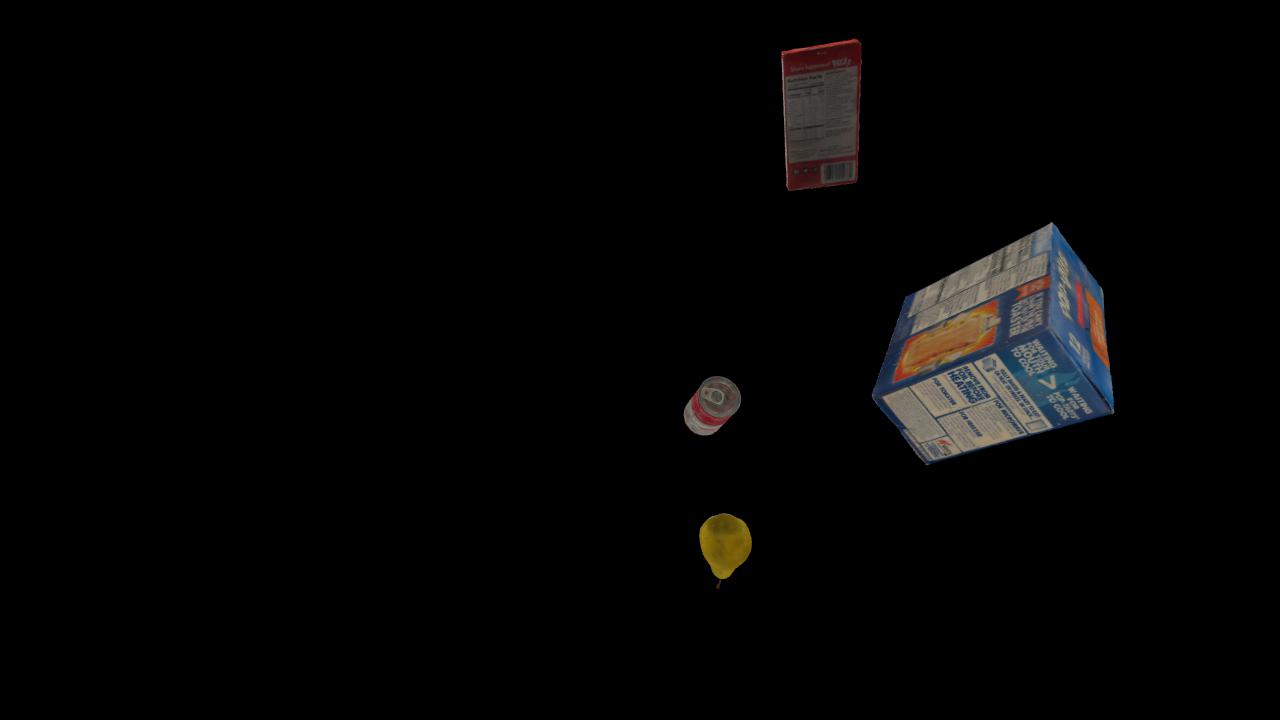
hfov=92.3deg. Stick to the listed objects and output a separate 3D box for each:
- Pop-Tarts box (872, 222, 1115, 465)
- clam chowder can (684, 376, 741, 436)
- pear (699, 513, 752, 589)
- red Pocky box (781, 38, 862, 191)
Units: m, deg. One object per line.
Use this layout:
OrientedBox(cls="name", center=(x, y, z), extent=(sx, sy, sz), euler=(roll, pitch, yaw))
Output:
OrientedBox(cls="Pop-Tarts box", center=(0.290, -0.013, 0.510), extent=(0.141, 0.083, 0.167), euler=(-34, 13, 46))
OrientedBox(cls="clam chowder can", center=(0.112, 0.075, 0.975), extent=(0.068, 0.068, 0.102), euler=(0, -24, -11))
OrientedBox(cls="pear", center=(0.121, 0.275, 0.877), extent=(0.080, 0.111, 0.080), euler=(-1, 34, 0))
OrientedBox(cls="red Pocky box", center=(0.207, -0.275, 0.702), extent=(0.083, 0.155, 0.028), euler=(-3, 36, 12))
